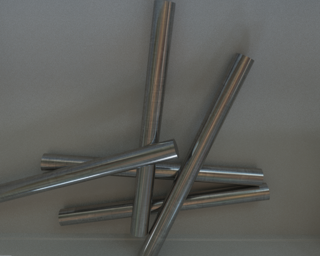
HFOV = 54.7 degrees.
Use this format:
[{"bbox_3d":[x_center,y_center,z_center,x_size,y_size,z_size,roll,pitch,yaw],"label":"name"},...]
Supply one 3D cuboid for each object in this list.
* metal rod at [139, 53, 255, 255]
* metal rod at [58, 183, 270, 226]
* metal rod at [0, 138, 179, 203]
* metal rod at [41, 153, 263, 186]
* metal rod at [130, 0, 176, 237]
[{"bbox_3d":[0.043,0.046,0.406,0.025,0.025,0.298,23,100,-9],"label":"metal rod"},{"bbox_3d":[0.005,0.111,0.451,0.302,0.025,0.025,-8,110,2],"label":"metal rod"},{"bbox_3d":[-0.123,0.064,0.405,0.301,0.025,0.025,-15,110,11],"label":"metal rod"},{"bbox_3d":[-0.009,0.058,0.431,0.302,0.025,0.025,4,110,-2],"label":"metal rod"},{"bbox_3d":[-0.012,-0.001,0.391,0.025,0.025,0.298,6,104,-3],"label":"metal rod"}]
